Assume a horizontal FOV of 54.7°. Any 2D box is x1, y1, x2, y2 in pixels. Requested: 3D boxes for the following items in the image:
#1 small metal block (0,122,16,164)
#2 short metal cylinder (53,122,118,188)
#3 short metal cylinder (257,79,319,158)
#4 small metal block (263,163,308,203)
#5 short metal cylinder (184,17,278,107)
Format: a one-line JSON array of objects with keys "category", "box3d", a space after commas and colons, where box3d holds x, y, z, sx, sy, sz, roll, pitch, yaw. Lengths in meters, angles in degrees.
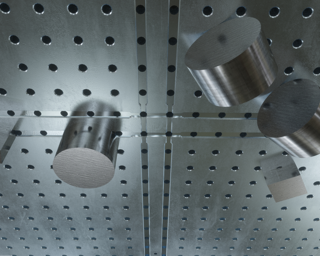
[{"category": "small metal block", "box3d": [-0.225, 0.016, 0.407, 0.050, 0.050, 0.025, 11, 129, -10]}, {"category": "short metal cylinder", "box3d": [-0.100, 0.038, 0.427, 0.081, 0.050, 0.079, 0, 130, 0]}, {"category": "short metal cylinder", "box3d": [0.165, -0.011, 0.367, 0.050, 0.080, 0.080, 34, 122, -25]}, {"category": "small metal block", "box3d": [0.197, 0.087, 0.488, 0.050, 0.025, 0.050, -23, 127, 18]}, {"category": "short metal cylinder", "box3d": [0.073, -0.068, 0.318, 0.080, 0.080, 0.050, -25, 126, 19]}]
